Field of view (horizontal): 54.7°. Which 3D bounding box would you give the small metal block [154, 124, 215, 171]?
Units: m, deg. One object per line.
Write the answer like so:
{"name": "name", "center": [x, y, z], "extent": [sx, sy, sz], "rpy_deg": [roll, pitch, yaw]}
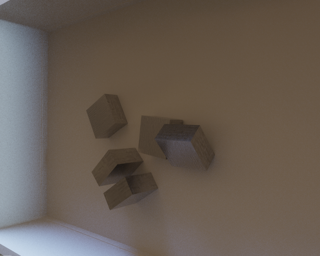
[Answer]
{"name": "small metal block", "center": [0.030, 0.022, 0.364], "extent": [0.050, 0.050, 0.025], "rpy_deg": [3, 47, 39]}

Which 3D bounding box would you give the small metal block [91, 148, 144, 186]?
{"name": "small metal block", "center": [-0.060, 0.055, 0.440], "extent": [0.050, 0.050, 0.025], "rpy_deg": [-50, 61, 28]}

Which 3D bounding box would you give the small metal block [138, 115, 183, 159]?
{"name": "small metal block", "center": [0.000, 0.011, 0.406], "extent": [0.050, 0.025, 0.050], "rpy_deg": [10, 96, 42]}

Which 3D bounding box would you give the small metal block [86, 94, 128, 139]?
{"name": "small metal block", "center": [-0.082, -0.017, 0.475], "extent": [0.050, 0.025, 0.050], "rpy_deg": [-35, 69, 34]}

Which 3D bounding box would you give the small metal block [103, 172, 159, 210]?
{"name": "small metal block", "center": [-0.040, 0.086, 0.423], "extent": [0.050, 0.050, 0.025], "rpy_deg": [-40, 66, 33]}
